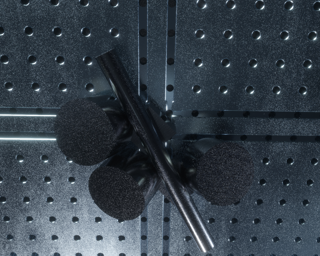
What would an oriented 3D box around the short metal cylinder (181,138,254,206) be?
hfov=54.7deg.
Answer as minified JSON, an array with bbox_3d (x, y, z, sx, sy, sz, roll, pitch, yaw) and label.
[{"bbox_3d":[0.074,0.055,0.403,0.081,0.050,0.079,-2,95,-18],"label":"short metal cylinder"}]

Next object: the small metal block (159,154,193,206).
[{"bbox_3d":[0.023,0.073,0.437,0.050,0.025,0.050,-38,106,13],"label":"small metal block"}]

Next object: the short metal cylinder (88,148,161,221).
[{"bbox_3d":[-0.046,0.073,0.408,0.080,0.050,0.079,9,116,20],"label":"short metal cylinder"}]

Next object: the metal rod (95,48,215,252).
[{"bbox_3d":[0.002,0.041,0.397,0.025,0.025,0.299,-24,108,8],"label":"metal rod"}]

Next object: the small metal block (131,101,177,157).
[{"bbox_3d":[-0.014,0.001,0.410,0.050,0.025,0.050,-41,105,13],"label":"small metal block"}]

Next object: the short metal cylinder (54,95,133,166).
[{"bbox_3d":[-0.081,0.001,0.381,0.080,0.050,0.079,4,102,20],"label":"short metal cylinder"}]
